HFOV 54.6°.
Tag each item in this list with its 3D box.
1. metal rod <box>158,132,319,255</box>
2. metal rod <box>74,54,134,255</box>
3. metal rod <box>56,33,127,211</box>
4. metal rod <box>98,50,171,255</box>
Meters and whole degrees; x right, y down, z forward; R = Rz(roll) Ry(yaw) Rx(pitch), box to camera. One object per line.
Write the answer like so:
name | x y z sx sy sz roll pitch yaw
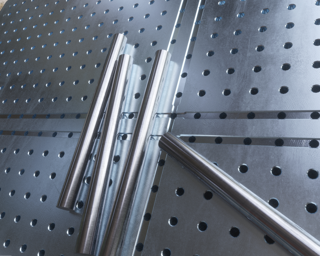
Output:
metal rod | 0.102 0.086 0.302 0.025 0.025 0.300 -49 51 -6
metal rod | -0.072 0.018 0.436 0.025 0.025 0.300 -7 58 25
metal rod | -0.097 -0.025 0.475 0.025 0.025 0.300 -3 60 27
metal rod | -0.027 0.020 0.410 0.025 0.025 0.300 -1 61 28
